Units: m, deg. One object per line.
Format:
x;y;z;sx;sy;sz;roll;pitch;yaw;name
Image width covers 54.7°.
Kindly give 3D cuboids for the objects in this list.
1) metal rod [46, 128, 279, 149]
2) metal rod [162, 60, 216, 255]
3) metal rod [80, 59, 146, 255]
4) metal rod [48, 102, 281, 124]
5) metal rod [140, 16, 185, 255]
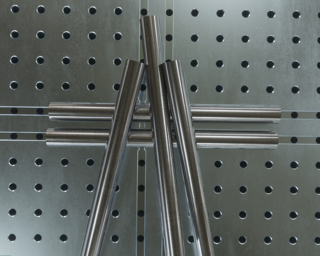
0.003;0.014;0.414;0.302;0.025;0.025;1;90;-1;metal rod
0.042;0.065;0.395;0.025;0.025;0.298;-11;97;0;metal rod
-0.066;0.063;0.394;0.025;0.025;0.298;14;97;-1;metal rod
0.007;-0.020;0.414;0.302;0.025;0.025;1;90;-1;metal rod
0.003;0.012;0.389;0.025;0.025;0.298;-6;90;0;metal rod
